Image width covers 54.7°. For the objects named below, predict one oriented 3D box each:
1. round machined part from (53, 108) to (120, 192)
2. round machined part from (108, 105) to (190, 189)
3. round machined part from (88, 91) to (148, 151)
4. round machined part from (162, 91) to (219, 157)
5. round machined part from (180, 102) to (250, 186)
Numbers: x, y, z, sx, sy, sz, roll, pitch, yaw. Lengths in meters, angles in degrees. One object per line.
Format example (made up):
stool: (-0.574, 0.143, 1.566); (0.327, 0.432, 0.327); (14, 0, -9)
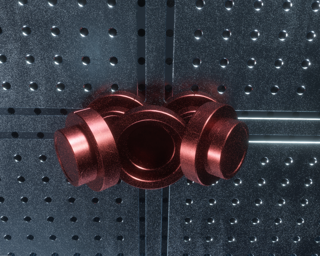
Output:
round machined part: (-0.090, 0.029, 0.359); (0.042, 0.098, 0.097); (-20, 115, -33)
round machined part: (-0.011, 0.019, 0.365); (0.099, 0.042, 0.097); (0, 110, -1)
round machined part: (-0.056, 0.004, 0.405); (0.099, 0.042, 0.097); (0, 110, -1)
round machined part: (0.043, 0.004, 0.406); (0.099, 0.042, 0.097); (0, 110, -1)
round machined part: (0.069, 0.021, 0.359); (0.042, 0.099, 0.097); (17, 116, 37)
